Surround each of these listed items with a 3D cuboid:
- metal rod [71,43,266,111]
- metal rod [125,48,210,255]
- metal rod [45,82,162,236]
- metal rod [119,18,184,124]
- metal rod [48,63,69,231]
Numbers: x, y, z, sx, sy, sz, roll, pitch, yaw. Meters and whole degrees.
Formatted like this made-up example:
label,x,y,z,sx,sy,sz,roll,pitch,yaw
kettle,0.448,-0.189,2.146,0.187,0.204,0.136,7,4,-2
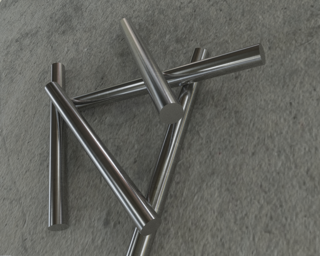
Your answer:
label,x,y,z,sx,sy,sz,roll,pitch,yaw
metal rod,-0.013,-0.060,0.421,0.300,0.025,0.025,-10,57,31
metal rod,0.013,0.026,0.379,0.025,0.025,0.300,5,64,30
metal rod,-0.091,0.018,0.406,0.025,0.025,0.300,-44,51,-2
metal rod,-0.024,-0.098,0.427,0.025,0.025,0.300,-32,37,7
metal rod,-0.158,0.008,0.479,0.025,0.025,0.299,-24,53,13
